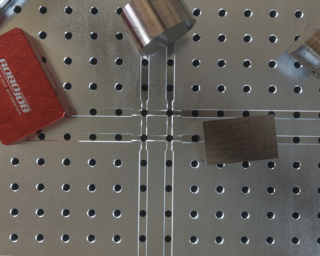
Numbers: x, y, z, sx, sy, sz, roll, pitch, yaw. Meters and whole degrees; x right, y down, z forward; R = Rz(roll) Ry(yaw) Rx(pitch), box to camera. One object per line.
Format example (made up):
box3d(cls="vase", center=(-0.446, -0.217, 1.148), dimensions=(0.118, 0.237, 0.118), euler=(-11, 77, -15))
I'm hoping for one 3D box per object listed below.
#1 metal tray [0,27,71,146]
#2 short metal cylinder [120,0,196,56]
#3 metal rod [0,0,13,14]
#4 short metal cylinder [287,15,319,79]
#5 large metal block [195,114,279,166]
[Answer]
box3d(cls="metal tray", center=(-0.189, -0.053, 0.409), dimensions=(0.090, 0.030, 0.130), euler=(-27, 90, 0))
box3d(cls="short metal cylinder", center=(-0.003, -0.133, 0.386), dimensions=(0.080, 0.080, 0.050), euler=(-30, 90, 0))
box3d(cls="metal rod", center=(-0.225, -0.159, 0.411), dimensions=(0.025, 0.025, 0.300), euler=(43, 90, 0))
box3d(cls="short metal cylinder", center=(0.209, -0.108, 0.387), dimensions=(0.050, 0.080, 0.080), euler=(41, 90, 0))
box3d(cls="large metal block", center=(0.090, 0.013, 0.386), dimensions=(0.080, 0.080, 0.050), euler=(-6, 90, 0))
